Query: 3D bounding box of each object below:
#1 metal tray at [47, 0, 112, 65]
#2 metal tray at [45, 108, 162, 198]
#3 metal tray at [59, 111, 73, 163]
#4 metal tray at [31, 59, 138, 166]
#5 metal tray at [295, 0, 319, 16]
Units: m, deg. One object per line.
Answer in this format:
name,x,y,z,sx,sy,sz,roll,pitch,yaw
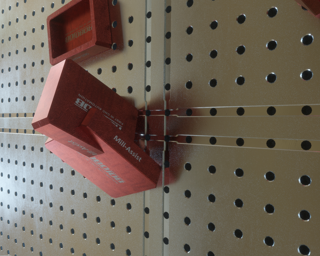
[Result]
metal tray,-0.138,-0.161,0.516,0.130,0.030,0.089,-10,84,39
metal tray,-0.072,0.039,0.407,0.090,0.130,0.030,-23,34,37
metal tray,-0.112,0.004,0.495,0.130,0.030,0.089,-12,82,39
metal tray,-0.085,-0.014,0.390,0.030,0.130,0.090,-17,53,34
metal tray,0.151,-0.162,0.241,0.129,0.091,0.030,-51,60,27
